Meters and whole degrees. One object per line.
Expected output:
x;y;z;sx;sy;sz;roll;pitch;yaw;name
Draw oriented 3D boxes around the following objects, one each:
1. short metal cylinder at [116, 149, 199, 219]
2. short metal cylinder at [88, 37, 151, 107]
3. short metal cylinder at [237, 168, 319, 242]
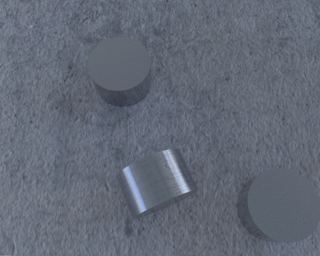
-0.003;0.064;0.355;0.080;0.080;0.050;-22;72;-8;short metal cylinder
-0.052;-0.075;0.422;0.081;0.050;0.080;0;70;0;short metal cylinder
0.136;0.092;0.363;0.081;0.050;0.080;0;70;0;short metal cylinder
